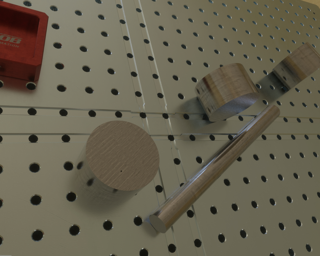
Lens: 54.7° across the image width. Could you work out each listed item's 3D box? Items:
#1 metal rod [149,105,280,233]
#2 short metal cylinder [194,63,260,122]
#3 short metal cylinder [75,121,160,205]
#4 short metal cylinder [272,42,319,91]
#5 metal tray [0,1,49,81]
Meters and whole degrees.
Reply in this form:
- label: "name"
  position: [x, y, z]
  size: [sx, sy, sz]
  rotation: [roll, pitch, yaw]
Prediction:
- label: "metal rod"
  position: [0.095, 0.039, 0.435]
  size: [0.302, 0.025, 0.025]
  rotation: [-35, 81, -38]
- label: "short metal cylinder"
  position: [0.098, -0.051, 0.456]
  size: [0.081, 0.080, 0.050]
  rotation: [-12, 68, -33]
- label: "short metal cylinder"
  position: [-0.048, 0.039, 0.343]
  size: [0.081, 0.050, 0.080]
  rotation: [13, 56, -21]
- label: "short metal cylinder"
  position: [0.260, -0.115, 0.583]
  size: [0.081, 0.080, 0.050]
  rotation: [-30, 78, -38]
- label: "metal tray"
  position: [-0.205, -0.111, 0.361]
  size: [0.131, 0.030, 0.090]
  rotation: [9, 58, -24]
